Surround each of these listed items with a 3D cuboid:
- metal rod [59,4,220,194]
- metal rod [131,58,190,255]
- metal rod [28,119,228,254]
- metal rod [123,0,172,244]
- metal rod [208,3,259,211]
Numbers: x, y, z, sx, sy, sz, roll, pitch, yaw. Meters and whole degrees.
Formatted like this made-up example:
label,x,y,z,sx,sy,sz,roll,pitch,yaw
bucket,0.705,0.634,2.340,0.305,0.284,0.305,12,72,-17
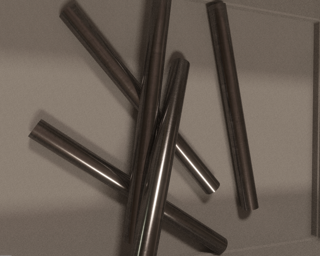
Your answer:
label,x,y,z,sx,sy,sz,roll,pitch,yaw
metal rod,-0.018,-0.027,0.404,0.025,0.025,0.300,-43,104,-15
metal rod,0.002,0.042,0.353,0.025,0.025,0.300,22,60,-19
metal rod,-0.028,0.084,0.401,0.301,0.025,0.025,36,78,-17
metal rod,-0.015,-0.012,0.378,0.025,0.025,0.298,7,87,-20
metal rod,0.108,-0.028,0.451,0.025,0.025,0.298,-12,94,-20
